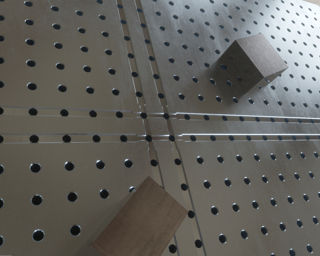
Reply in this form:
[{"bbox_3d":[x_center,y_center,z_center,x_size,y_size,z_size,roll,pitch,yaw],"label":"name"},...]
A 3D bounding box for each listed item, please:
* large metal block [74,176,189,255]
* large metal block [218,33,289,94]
[{"bbox_3d":[-0.030,0.103,0.294,0.050,0.080,0.080,42,51,1],"label":"large metal block"},{"bbox_3d":[0.166,-0.116,0.551,0.081,0.050,0.080,-23,75,-36],"label":"large metal block"}]
